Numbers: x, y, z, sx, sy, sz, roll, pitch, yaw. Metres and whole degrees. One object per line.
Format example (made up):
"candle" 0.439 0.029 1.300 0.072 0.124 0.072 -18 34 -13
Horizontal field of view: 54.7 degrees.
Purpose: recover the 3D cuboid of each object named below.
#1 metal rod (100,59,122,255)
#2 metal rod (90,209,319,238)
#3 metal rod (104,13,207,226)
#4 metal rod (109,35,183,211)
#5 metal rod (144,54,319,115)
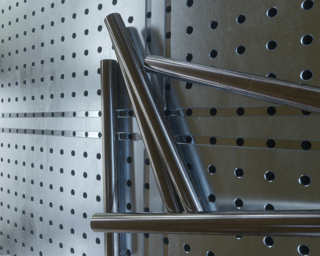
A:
"metal rod" -0.074 0.047 0.467 0.025 0.025 0.298 -3 88 39
"metal rod" 0.045 0.104 0.340 0.300 0.025 0.025 -10 84 29
"metal rod" -0.008 -0.019 0.400 0.025 0.025 0.299 -32 74 35
"metal rod" -0.020 -0.013 0.423 0.025 0.025 0.299 -29 72 36
"metal rod" 0.099 -0.044 0.326 0.300 0.025 0.025 21 103 37
